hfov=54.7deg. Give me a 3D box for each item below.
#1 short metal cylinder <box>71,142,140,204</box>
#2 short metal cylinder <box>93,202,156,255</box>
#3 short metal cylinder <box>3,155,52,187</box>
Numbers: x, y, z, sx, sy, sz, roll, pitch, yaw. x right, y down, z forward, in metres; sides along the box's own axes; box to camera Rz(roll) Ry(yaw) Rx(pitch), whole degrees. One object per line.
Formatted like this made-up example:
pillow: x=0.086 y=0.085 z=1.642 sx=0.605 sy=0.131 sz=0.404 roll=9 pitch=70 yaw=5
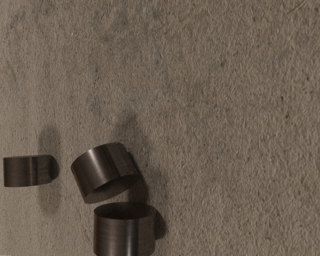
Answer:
short metal cylinder: x=-0.076 y=0.063 z=0.429 sx=0.080 sy=0.081 sz=0.050 roll=-43 pitch=64 yaw=31
short metal cylinder: x=-0.046 y=0.132 z=0.405 sx=0.080 sy=0.081 sz=0.050 roll=2 pitch=92 yaw=39
short metal cylinder: x=-0.240 y=0.076 z=0.563 sx=0.080 sy=0.081 sz=0.050 roll=-4 pitch=88 yaw=39
